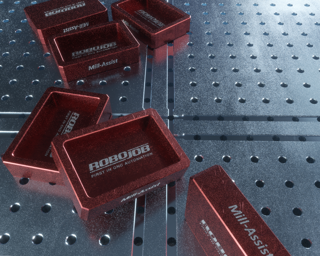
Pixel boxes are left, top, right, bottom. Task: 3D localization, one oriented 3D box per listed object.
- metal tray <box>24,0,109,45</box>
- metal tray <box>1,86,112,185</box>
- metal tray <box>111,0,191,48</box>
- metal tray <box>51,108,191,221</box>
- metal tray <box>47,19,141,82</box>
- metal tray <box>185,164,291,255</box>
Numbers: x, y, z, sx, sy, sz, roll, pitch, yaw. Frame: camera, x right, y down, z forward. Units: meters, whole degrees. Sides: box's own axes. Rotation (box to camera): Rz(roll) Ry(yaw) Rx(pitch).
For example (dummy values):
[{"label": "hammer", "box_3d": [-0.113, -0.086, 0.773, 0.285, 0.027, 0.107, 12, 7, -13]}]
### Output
[{"label": "metal tray", "box_3d": [-0.174, -0.210, 0.580, 0.131, 0.030, 0.090, -25, 55, -20]}, {"label": "metal tray", "box_3d": [-0.125, 0.006, 0.399, 0.090, 0.030, 0.130, 9, 51, 8]}, {"label": "metal tray", "box_3d": [-0.018, -0.205, 0.576, 0.091, 0.030, 0.130, -32, 57, -24]}, {"label": "metal tray", "box_3d": [-0.043, 0.034, 0.350, 0.131, 0.030, 0.090, -19, 62, -29]}, {"label": "metal tray", "box_3d": [-0.109, -0.131, 0.514, 0.131, 0.030, 0.090, -20, 53, -16]}, {"label": "metal tray", "box_3d": [0.070, 0.108, 0.275, 0.030, 0.090, 0.130, -23, 54, -17]}]
